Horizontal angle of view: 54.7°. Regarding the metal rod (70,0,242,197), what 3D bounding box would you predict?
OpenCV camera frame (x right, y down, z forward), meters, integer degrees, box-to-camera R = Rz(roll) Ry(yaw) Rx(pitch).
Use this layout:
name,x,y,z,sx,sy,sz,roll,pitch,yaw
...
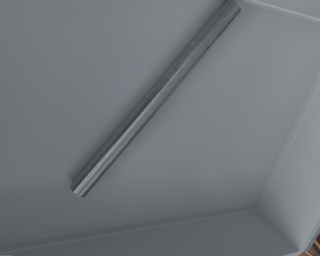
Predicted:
name,x,y,z,sx,sy,sz,roll,pitch,yaw
metal rod,-0.009,-0.032,0.385,0.299,0.025,0.025,-49,129,6
